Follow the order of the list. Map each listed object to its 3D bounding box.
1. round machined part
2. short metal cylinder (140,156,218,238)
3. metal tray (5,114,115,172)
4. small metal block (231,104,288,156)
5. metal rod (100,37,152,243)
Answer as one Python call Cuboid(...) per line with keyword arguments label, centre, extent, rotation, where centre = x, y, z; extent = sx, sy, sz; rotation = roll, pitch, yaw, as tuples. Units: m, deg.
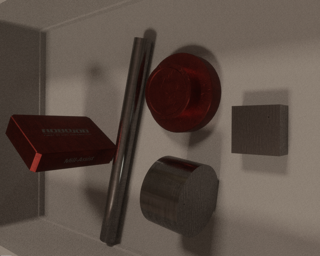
Cuboid(label="round machined part", centre=(0.021, -0.043, 0.377), extent=(0.098, 0.042, 0.097), rotation=(0, 90, 39))
Cuboid(label="short metal cylinder", centre=(0.023, 0.075, 0.350), extent=(0.050, 0.081, 0.079), rotation=(10, 97, 39))
Cuboid(label="metal tray", centre=(-0.140, 0.018, 0.451), extent=(0.090, 0.131, 0.030), rotation=(41, 115, 32))
Cuboid(label="small metal block", centre=(0.103, 0.002, 0.321), extent=(0.050, 0.025, 0.050), rotation=(1, 91, 39))
Cuboid(label="metal rod", centre=(-0.051, 0.023, 0.446), extent=(0.025, 0.025, 0.298), rotation=(18, 101, 38))
